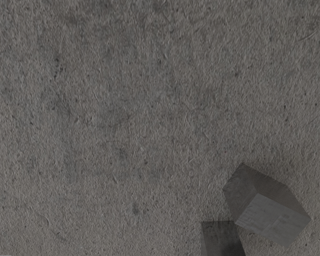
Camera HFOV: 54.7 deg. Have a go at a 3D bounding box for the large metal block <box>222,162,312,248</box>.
[{"bbox_3d":[0.139,0.101,0.419,0.080,0.080,0.050,27,108,-10],"label":"large metal block"}]

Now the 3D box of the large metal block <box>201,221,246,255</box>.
[{"bbox_3d":[0.090,0.195,0.453,0.050,0.080,0.079,-2,110,1],"label":"large metal block"}]
